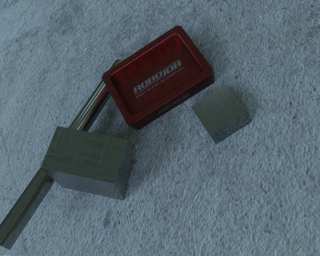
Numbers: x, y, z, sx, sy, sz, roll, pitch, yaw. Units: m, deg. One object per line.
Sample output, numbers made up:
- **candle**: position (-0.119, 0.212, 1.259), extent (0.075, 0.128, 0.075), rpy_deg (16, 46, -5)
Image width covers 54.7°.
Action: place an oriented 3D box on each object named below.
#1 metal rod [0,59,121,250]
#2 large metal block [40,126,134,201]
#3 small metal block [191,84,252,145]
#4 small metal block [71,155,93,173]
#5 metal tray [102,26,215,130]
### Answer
- **metal rod**: position (-0.120, 0.015, 0.421), extent (0.025, 0.025, 0.300), rpy_deg (7, 54, 31)
- **large metal block**: position (-0.080, 0.044, 0.365), extent (0.080, 0.080, 0.050), rpy_deg (11, 65, 5)
- **small metal block**: position (0.074, -0.017, 0.375), extent (0.050, 0.025, 0.050), rpy_deg (-33, 52, 6)
- **small metal block**: position (-0.118, 0.044, 0.437), extent (0.050, 0.025, 0.050), rpy_deg (-45, 51, -4)
- **metal tray**: position (-0.003, -0.069, 0.425), extent (0.130, 0.030, 0.090), rpy_deg (-32, 69, 5)
